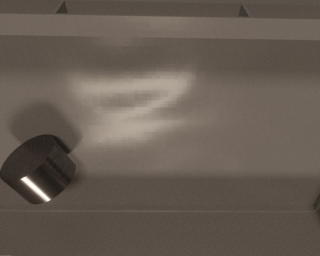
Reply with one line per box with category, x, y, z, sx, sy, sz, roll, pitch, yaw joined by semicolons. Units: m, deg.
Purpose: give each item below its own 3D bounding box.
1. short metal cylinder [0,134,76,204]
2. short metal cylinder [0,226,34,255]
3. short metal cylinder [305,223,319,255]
short metal cylinder;-0.163;0.055;0.417;0.080;0.080;0.050;-18;128;14
short metal cylinder;-0.277;0.229;0.567;0.081;0.080;0.050;7;130;-7
short metal cylinder;0.327;0.220;0.588;0.081;0.050;0.079;0;130;0
